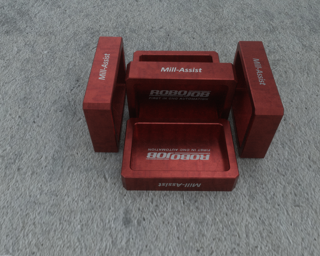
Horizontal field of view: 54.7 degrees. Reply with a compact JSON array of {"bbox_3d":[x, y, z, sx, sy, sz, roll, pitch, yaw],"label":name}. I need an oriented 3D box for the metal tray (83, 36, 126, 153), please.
[{"bbox_3d":[-0.066,-0.044,0.399,0.030,0.090,0.130,1,51,1],"label":"metal tray"}]

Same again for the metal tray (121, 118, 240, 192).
[{"bbox_3d":[0.023,0.030,0.378,0.131,0.030,0.090,1,49,0],"label":"metal tray"}]

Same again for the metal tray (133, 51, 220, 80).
[{"bbox_3d":[0.024,-0.076,0.465,0.131,0.030,0.090,0,53,0],"label":"metal tray"}]

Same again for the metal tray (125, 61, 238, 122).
[{"bbox_3d":[0.025,-0.041,0.398,0.131,0.090,0.030,1,52,1],"label":"metal tray"}]

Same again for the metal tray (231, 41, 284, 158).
[{"bbox_3d":[0.116,-0.038,0.395,0.030,0.090,0.130,1,50,1],"label":"metal tray"}]
